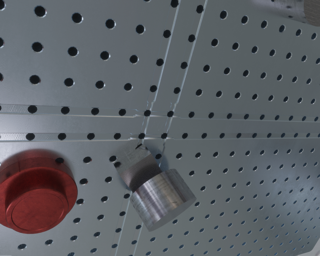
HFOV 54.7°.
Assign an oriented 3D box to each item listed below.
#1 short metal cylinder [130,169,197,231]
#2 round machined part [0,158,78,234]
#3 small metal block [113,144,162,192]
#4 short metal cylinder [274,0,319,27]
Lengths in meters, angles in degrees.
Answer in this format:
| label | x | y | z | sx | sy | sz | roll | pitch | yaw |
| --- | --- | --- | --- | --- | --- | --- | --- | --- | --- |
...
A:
| label | x | y | z | sx | sy | sz | roll | pitch | yaw |
| --- | --- | --- | --- | --- | --- | --- | --- | --- | --- |
| short metal cylinder | 0.004 | 0.102 | 0.439 | 0.080 | 0.050 | 0.080 | -30 | 158 | -14 |
| round machined part | -0.149 | 0.088 | 0.373 | 0.099 | 0.042 | 0.097 | -14 | 124 | -21 |
| small metal block | -0.029 | 0.058 | 0.432 | 0.050 | 0.025 | 0.050 | -33 | 129 | -7 |
| short metal cylinder | 0.194 | -0.175 | 0.392 | 0.081 | 0.050 | 0.079 | -14 | 124 | -21 |
